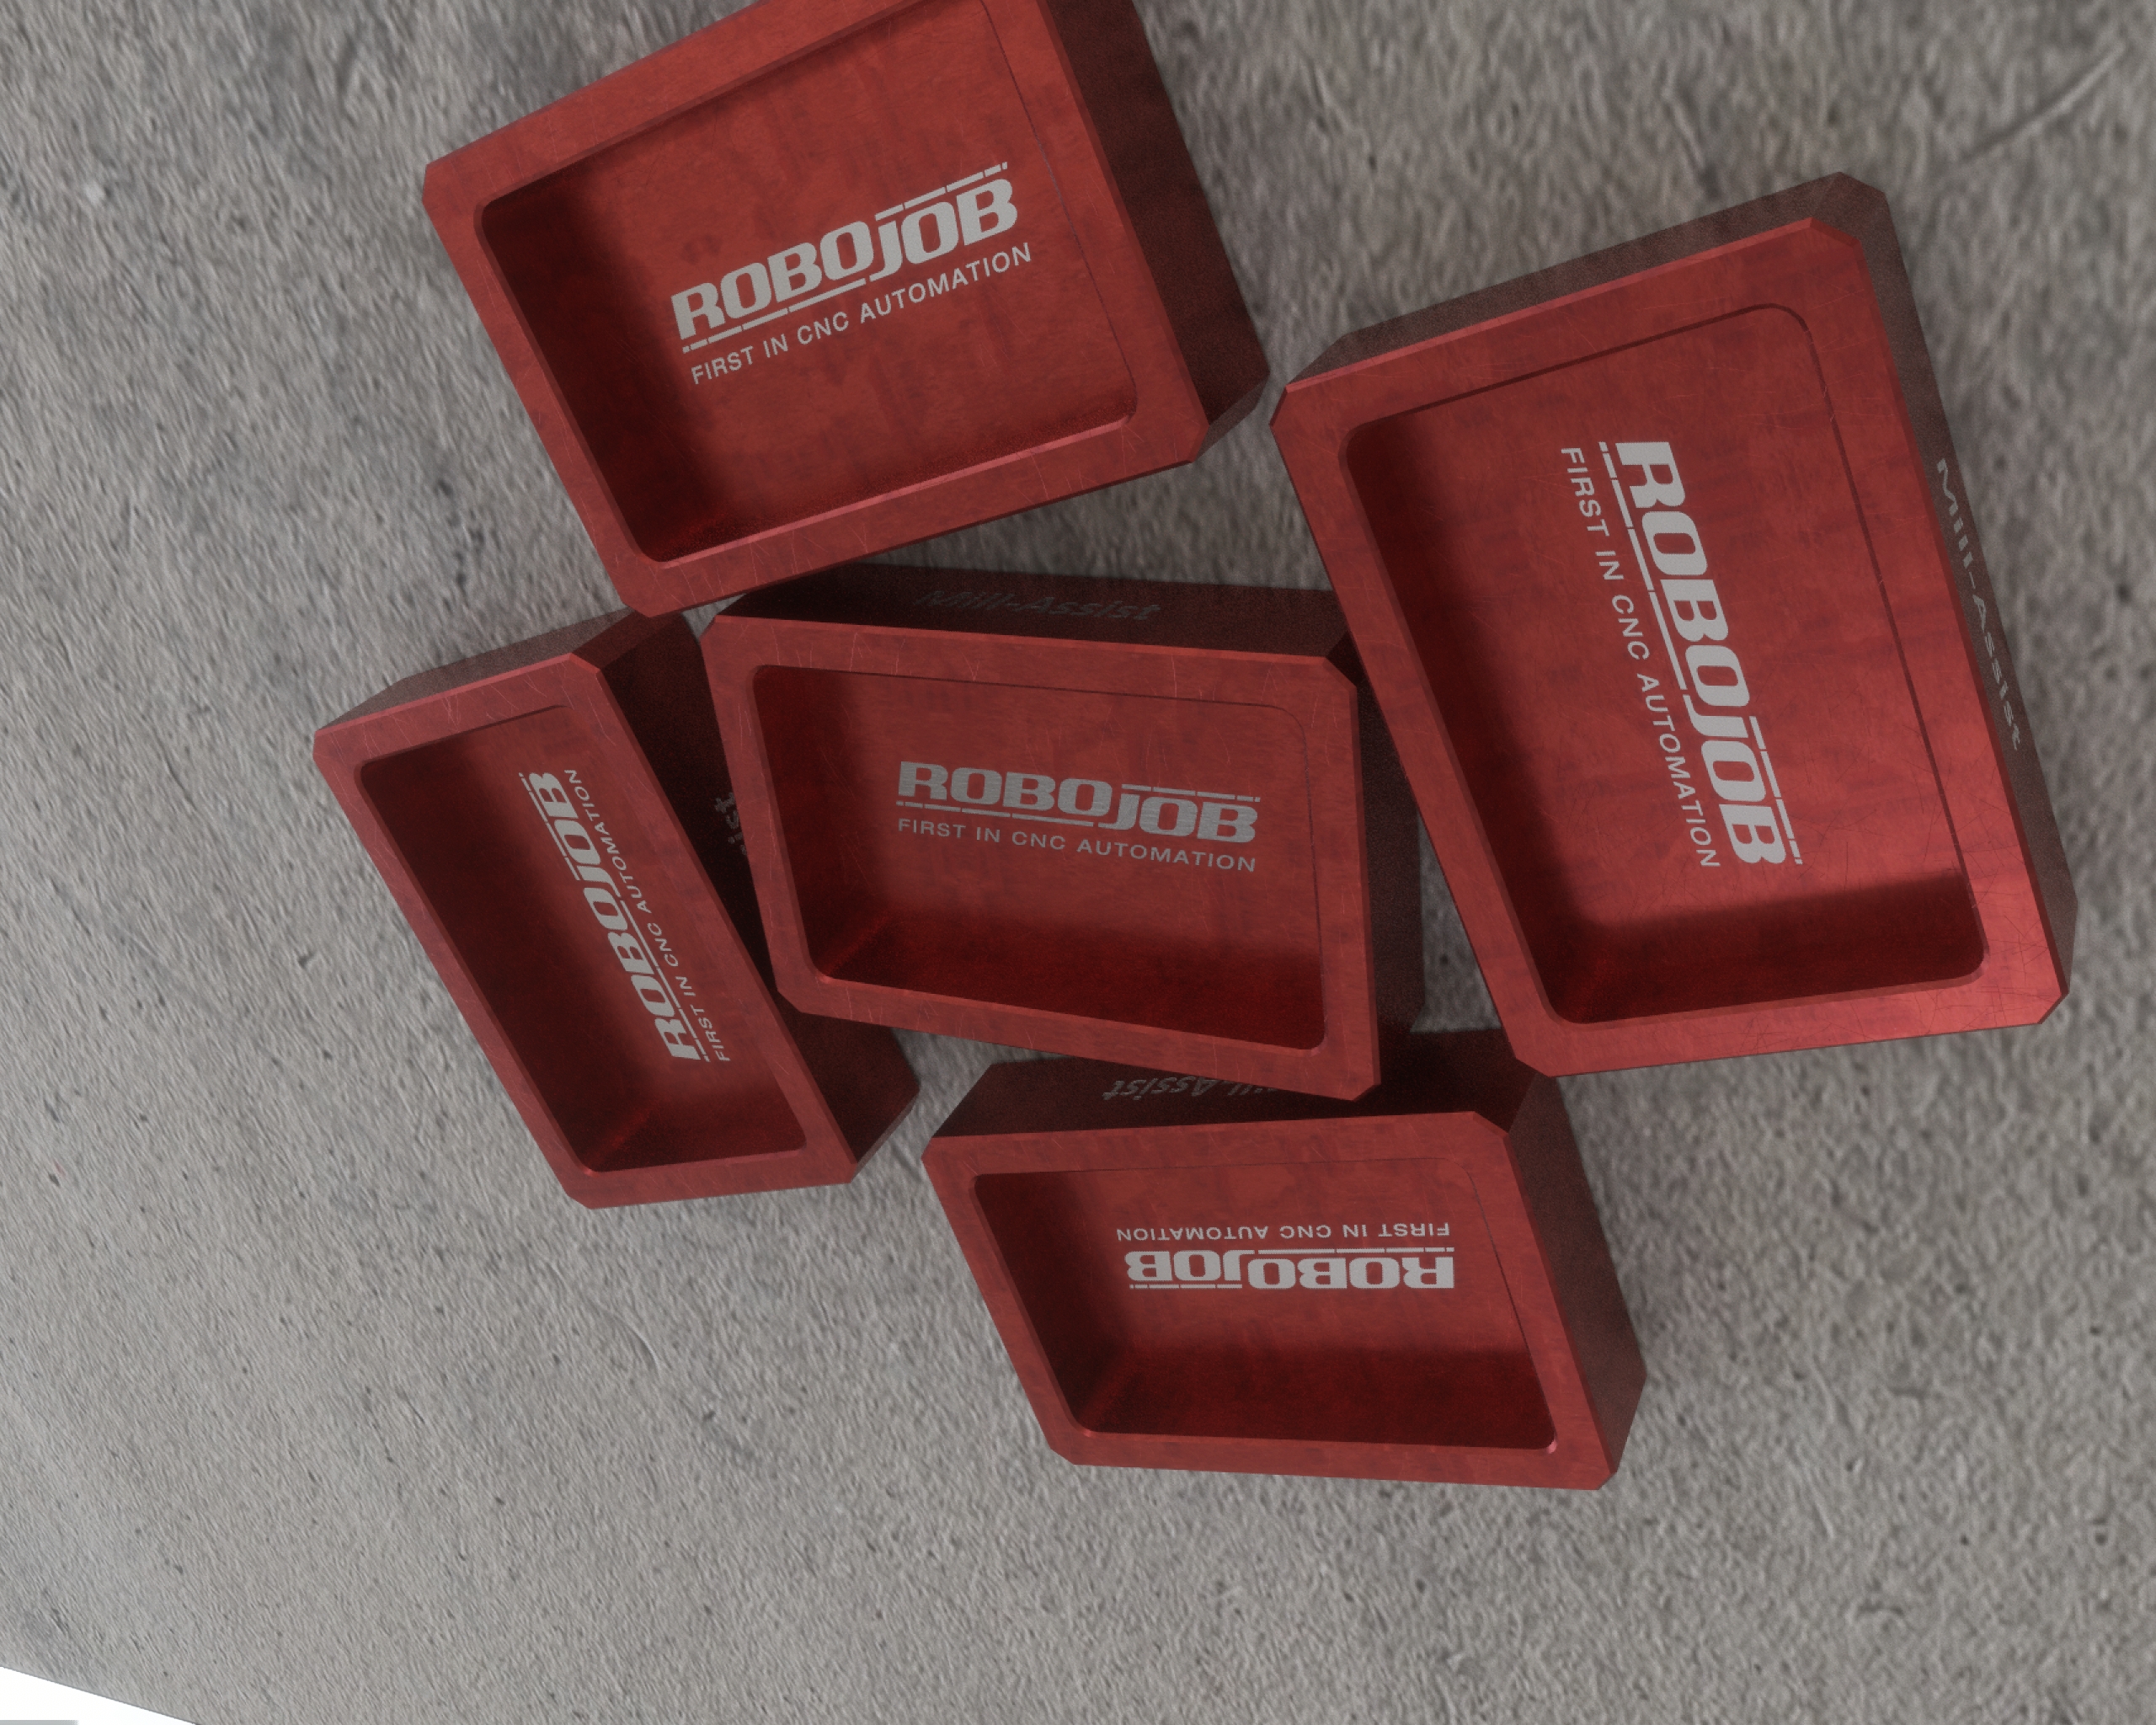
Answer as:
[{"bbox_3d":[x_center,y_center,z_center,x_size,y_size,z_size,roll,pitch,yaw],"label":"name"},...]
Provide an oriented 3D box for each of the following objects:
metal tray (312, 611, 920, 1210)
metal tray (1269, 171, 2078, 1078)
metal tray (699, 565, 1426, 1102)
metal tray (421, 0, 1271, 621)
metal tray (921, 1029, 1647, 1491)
[{"bbox_3d":[-0.102,0.014,0.465,0.090,0.030,0.129,-11,113,33],"label":"metal tray"},{"bbox_3d":[0.096,-0.031,0.333,0.090,0.030,0.129,-11,113,33],"label":"metal tray"},{"bbox_3d":[-0.003,-0.008,0.399,0.130,0.030,0.089,7,122,24],"label":"metal tray"},{"bbox_3d":[-0.043,-0.101,0.363,0.130,0.030,0.090,-10,113,32],"label":"metal tray"},{"bbox_3d":[0.041,0.083,0.433,0.130,0.030,0.090,-7,115,31],"label":"metal tray"}]
